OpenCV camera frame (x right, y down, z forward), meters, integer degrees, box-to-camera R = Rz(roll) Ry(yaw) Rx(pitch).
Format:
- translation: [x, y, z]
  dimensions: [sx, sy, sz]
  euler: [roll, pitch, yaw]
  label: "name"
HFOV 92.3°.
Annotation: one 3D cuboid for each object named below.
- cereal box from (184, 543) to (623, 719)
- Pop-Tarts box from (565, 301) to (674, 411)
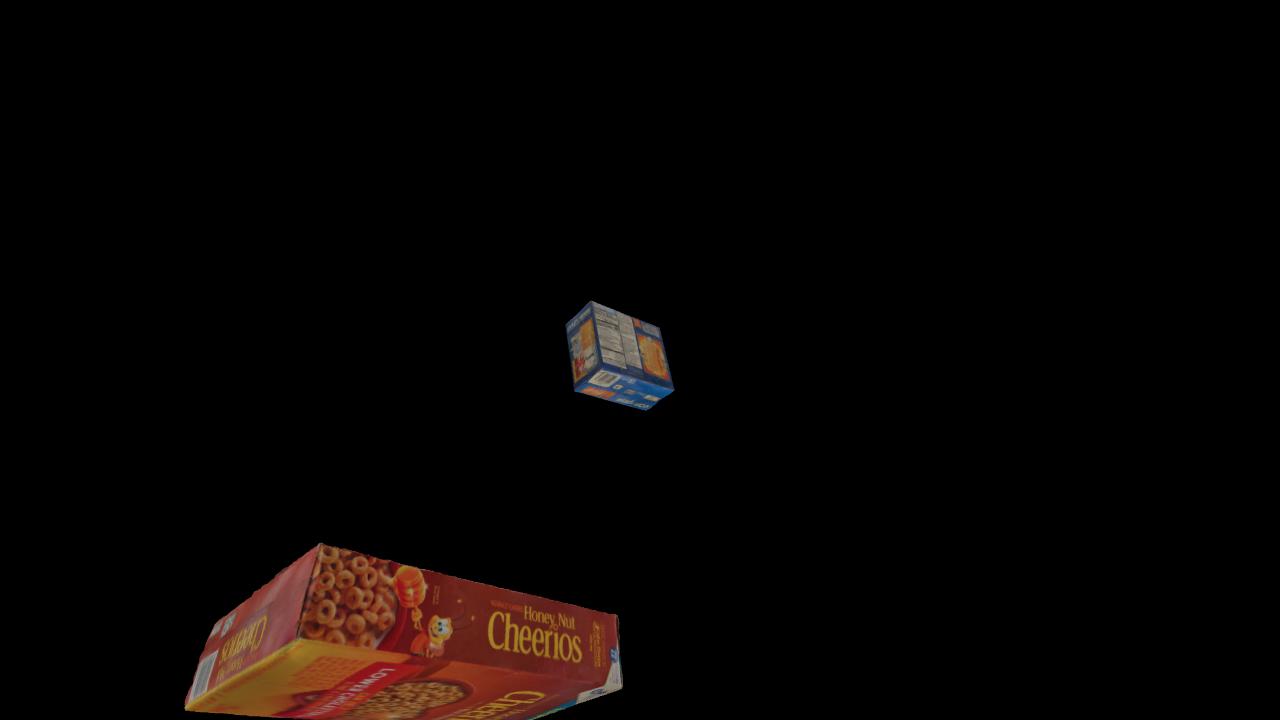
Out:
- translation: [-0.191, 0.267, 0.550]
  dimensions: [0.203, 0.081, 0.306]
  euler: [-34, -48, 29]
  label: "cereal box"
- translation: [-0.036, -0.004, 1.079]
  dimensions: [0.167, 0.141, 0.083]
  euler: [19, -43, -40]
  label: "Pop-Tarts box"
